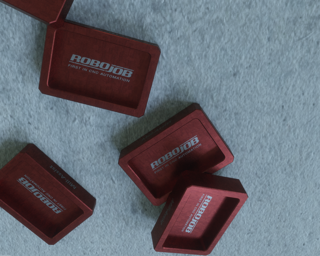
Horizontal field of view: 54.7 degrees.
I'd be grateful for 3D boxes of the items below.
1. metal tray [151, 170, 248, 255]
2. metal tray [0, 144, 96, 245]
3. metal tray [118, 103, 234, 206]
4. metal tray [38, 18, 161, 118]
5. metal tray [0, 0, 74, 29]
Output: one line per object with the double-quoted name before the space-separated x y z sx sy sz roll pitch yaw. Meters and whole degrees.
"metal tray" 0.051 0.122 0.431 0.091 0.030 0.129 12 120 -19
"metal tray" -0.168 0.096 0.440 0.090 0.030 0.130 -40 106 13
"metal tray" 0.021 0.038 0.421 0.130 0.030 0.090 -33 107 11
"metal tray" -0.073 -0.073 0.379 0.131 0.030 0.089 14 109 -6
"metal tray" -0.122 -0.183 0.320 0.090 0.030 0.129 25 93 -9
